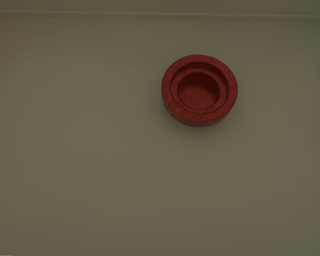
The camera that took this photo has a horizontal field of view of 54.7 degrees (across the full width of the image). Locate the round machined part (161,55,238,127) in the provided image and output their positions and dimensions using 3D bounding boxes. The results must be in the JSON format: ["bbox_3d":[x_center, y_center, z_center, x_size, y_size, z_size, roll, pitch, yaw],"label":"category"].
[{"bbox_3d":[0.051,-0.046,0.418,0.099,0.042,0.098,0,70,-1],"label":"round machined part"}]
